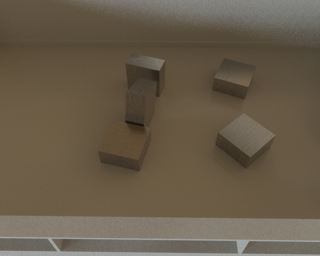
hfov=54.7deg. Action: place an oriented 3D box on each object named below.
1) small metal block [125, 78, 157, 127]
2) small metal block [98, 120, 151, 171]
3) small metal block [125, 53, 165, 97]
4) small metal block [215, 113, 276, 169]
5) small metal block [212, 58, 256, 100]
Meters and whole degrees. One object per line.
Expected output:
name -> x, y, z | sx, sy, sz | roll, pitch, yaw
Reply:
small metal block -> -0.025, -0.032, 0.407 | 0.025, 0.050, 0.050 | 12, 32, 10
small metal block -> -0.042, 0.021, 0.387 | 0.050, 0.025, 0.050 | 12, 51, 9
small metal block -> -0.020, -0.077, 0.453 | 0.050, 0.050, 0.025 | 15, 52, 12
small metal block -> 0.108, 0.015, 0.393 | 0.050, 0.025, 0.050 | -34, 58, -25
small metal block -> 0.112, -0.075, 0.469 | 0.050, 0.025, 0.050 | 19, 52, 15
